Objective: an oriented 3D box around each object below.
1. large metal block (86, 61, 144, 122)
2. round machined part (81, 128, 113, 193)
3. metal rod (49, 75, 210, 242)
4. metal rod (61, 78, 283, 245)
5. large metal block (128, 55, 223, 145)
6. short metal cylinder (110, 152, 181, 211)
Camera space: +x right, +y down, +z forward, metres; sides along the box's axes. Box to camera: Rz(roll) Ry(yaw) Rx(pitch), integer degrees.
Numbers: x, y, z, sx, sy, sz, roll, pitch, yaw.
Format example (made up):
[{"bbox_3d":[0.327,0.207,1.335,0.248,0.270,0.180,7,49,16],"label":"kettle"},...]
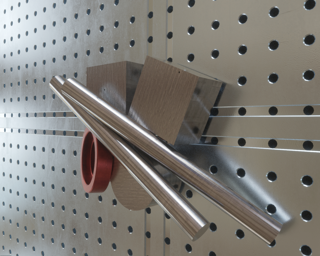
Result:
[{"bbox_3d":[-0.057,-0.045,0.431,0.080,0.050,0.079,1,91,40],"label":"large metal block"},{"bbox_3d":[-0.083,0.044,0.447,0.098,0.042,0.097,-13,75,62],"label":"round machined part"},{"bbox_3d":[-0.056,0.018,0.383,0.300,0.025,0.025,41,115,31],"label":"metal rod"},{"bbox_3d":[-0.002,0.026,0.357,0.300,0.025,0.025,34,112,19],"label":"metal rod"},{"bbox_3d":[0.016,-0.034,0.374,0.080,0.050,0.079,31,109,35],"label":"large metal block"},{"bbox_3d":[-0.019,0.062,0.402,0.080,0.050,0.079,0,90,40],"label":"short metal cylinder"}]
